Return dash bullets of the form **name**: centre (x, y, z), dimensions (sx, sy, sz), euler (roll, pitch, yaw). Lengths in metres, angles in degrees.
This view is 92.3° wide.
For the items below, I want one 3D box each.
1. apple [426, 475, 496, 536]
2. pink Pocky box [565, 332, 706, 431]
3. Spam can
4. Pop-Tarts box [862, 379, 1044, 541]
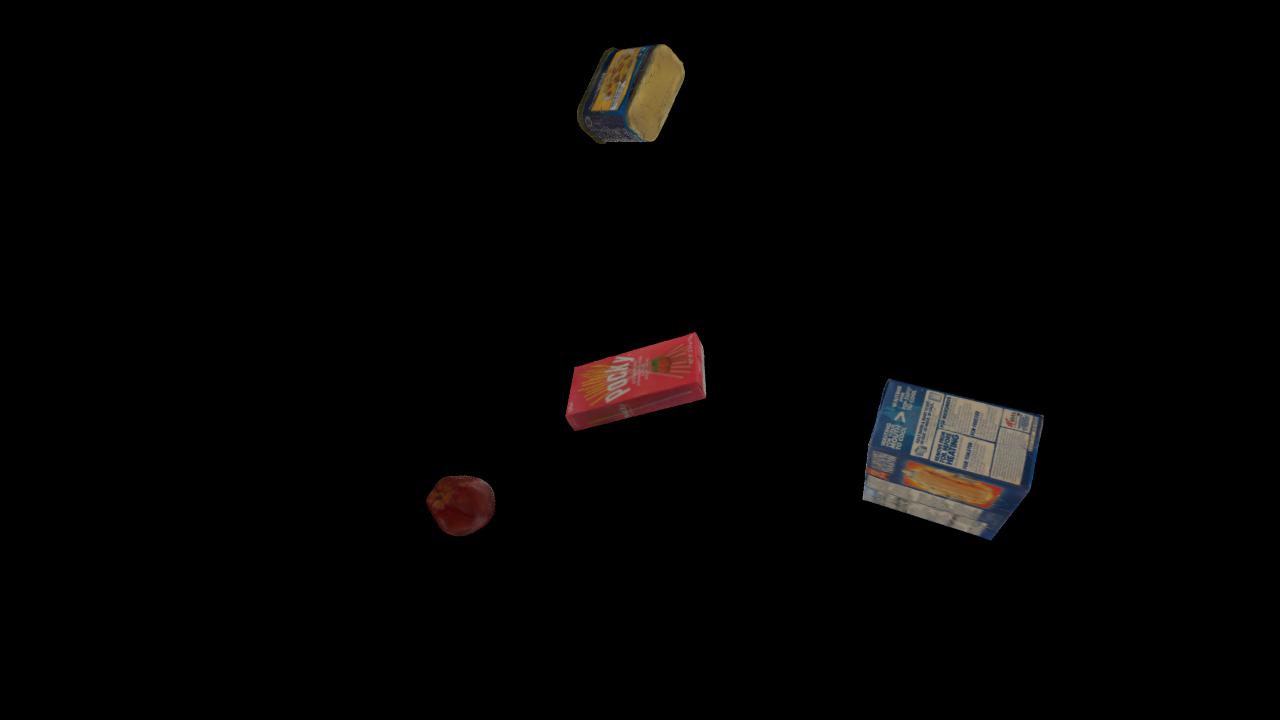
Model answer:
- **apple**: centre (-0.234, 0.190, 0.805), dimensions (0.079, 0.079, 0.093), euler (0, -22, 19)
- **pink Pocky box**: centre (-0.005, 0.024, 0.680), dimensions (0.155, 0.029, 0.084), euler (-16, 38, 16)
- **Spam can**: centre (-0.010, -0.291, 0.674), dimensions (0.085, 0.101, 0.058), euler (20, -5, 44)
- **Pop-Tarts box**: centre (0.319, 0.108, 0.650), dimensions (0.141, 0.083, 0.167), euler (14, -26, 25)
